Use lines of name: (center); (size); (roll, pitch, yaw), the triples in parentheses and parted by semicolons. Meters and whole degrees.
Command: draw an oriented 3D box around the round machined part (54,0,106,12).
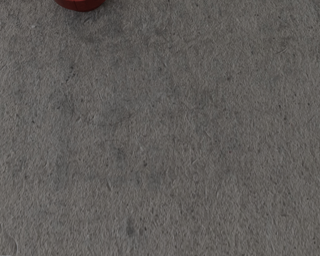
round machined part: (-0.121, -0.220, 0.479); (0.099, 0.042, 0.098); (0, 70, 0)
